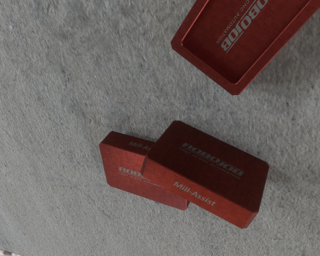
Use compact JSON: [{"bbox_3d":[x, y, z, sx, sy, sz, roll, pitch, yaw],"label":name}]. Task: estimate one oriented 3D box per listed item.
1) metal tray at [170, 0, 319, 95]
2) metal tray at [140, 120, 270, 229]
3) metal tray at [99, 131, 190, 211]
[{"bbox_3d":[0.080,-0.106,0.295,0.090,0.030,0.129,38,129,1],"label":"metal tray"},{"bbox_3d":[0.055,0.048,0.364,0.130,0.090,0.030,26,127,11],"label":"metal tray"},{"bbox_3d":[-0.018,0.061,0.442,0.130,0.030,0.089,14,131,20],"label":"metal tray"}]
